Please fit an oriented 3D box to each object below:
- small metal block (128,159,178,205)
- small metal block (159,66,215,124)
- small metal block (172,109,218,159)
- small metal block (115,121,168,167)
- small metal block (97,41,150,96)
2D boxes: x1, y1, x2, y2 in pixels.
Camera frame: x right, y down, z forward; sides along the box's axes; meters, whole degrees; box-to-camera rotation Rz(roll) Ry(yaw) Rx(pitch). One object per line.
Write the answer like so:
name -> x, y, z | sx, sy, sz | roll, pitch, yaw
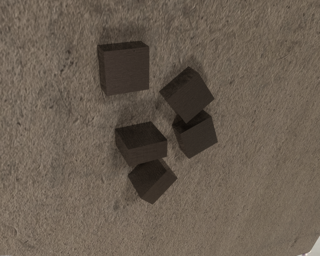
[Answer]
small metal block -> -0.011, 0.068, 0.428 | 0.050, 0.050, 0.025 | -47, 130, 4
small metal block -> 0.035, -0.042, 0.402 | 0.050, 0.025, 0.050 | -41, 130, 0
small metal block -> 0.051, 0.008, 0.442 | 0.050, 0.025, 0.050 | -29, 129, -10
small metal block -> -0.024, 0.018, 0.390 | 0.050, 0.050, 0.025 | -13, 124, -22
small metal block -> -0.040, -0.067, 0.345 | 0.050, 0.025, 0.050 | -12, 124, -22
